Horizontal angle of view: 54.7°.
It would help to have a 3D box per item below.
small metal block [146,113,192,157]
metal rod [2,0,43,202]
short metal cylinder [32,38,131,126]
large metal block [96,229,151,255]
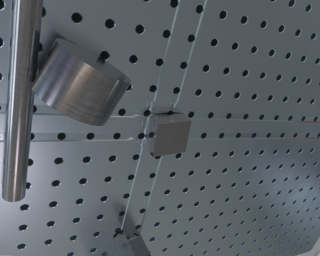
[{"bbox_3d":[0.011,0.009,0.423,0.050,0.025,0.050,-6,121,-26],"label":"small metal block"},{"bbox_3d":[-0.135,-0.052,0.305,0.025,0.025,0.298,1,118,-29],"label":"metal rod"},{"bbox_3d":[-0.076,-0.045,0.306,0.080,0.080,0.050,23,106,-37],"label":"short metal cylinder"},{"bbox_3d":[-0.056,0.222,0.483,0.080,0.080,0.050,-46,129,3],"label":"large metal block"}]
